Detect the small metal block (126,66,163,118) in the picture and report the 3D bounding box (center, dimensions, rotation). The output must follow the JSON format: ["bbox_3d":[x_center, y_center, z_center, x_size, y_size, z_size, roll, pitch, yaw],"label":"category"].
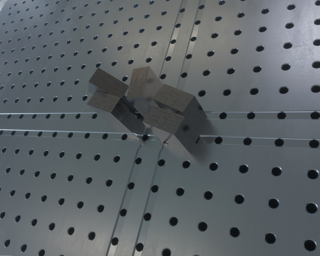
[{"bbox_3d":[-0.019,-0.050,0.434,0.025,0.050,0.050,-5,59,26],"label":"small metal block"}]

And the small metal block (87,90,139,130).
[{"bbox_3d":[-0.067,-0.025,0.444,0.050,0.050,0.025,20,73,35],"label":"small metal block"}]

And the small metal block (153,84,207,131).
[{"bbox_3d":[0.026,-0.026,0.395,0.050,0.050,0.025,28,77,37],"label":"small metal block"}]

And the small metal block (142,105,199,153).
[{"bbox_3d":[0.014,0.002,0.385,0.050,0.050,0.025,22,74,36],"label":"small metal block"}]

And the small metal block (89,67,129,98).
[{"bbox_3d":[-0.076,-0.057,0.455,0.050,0.050,0.025,31,75,-6],"label":"small metal block"}]
